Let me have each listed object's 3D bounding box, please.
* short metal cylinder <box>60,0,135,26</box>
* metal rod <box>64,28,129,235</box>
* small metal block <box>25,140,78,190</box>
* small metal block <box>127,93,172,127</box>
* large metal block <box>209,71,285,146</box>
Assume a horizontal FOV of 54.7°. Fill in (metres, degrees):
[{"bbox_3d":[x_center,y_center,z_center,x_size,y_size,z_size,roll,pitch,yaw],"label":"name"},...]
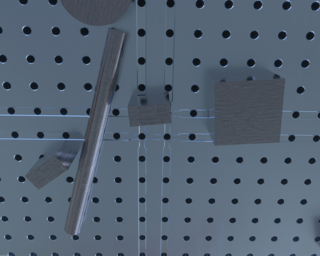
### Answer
[{"bbox_3d":[-0.067,-0.155,0.342,0.081,0.050,0.079,0,110,-1],"label":"short metal cylinder"},{"bbox_3d":[-0.090,0.018,0.418,0.025,0.025,0.298,15,109,-6],"label":"metal rod"},{"bbox_3d":[-0.144,0.048,0.416,0.050,0.050,0.025,-34,107,11],"label":"small metal block"},{"bbox_3d":[-0.012,-0.024,0.391,0.050,0.050,0.025,-5,110,1],"label":"small metal block"},{"bbox_3d":[0.105,-0.026,0.392,0.081,0.050,0.079,-3,110,0],"label":"large metal block"}]
